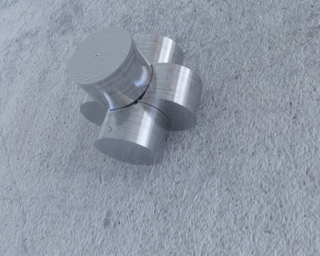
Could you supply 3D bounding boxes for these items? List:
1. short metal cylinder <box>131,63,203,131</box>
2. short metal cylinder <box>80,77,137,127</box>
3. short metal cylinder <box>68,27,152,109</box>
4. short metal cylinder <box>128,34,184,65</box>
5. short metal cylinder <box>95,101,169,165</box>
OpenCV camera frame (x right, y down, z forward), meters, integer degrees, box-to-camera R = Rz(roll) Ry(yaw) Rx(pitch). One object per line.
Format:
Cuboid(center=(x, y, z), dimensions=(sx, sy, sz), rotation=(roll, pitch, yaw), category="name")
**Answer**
Cuboid(center=(0.010, -0.036, 0.386), dimensions=(0.080, 0.080, 0.050), rotation=(0, 62, 28), category="short metal cylinder")
Cuboid(center=(-0.062, -0.036, 0.423), dimensions=(0.080, 0.080, 0.050), rotation=(-1, 62, 27), category="short metal cylinder")
Cuboid(center=(-0.056, -0.069, 0.356), dimensions=(0.080, 0.050, 0.080), rotation=(-13, 56, 20), category="short metal cylinder")
Cuboid(center=(-0.010, -0.082, 0.424), dimensions=(0.080, 0.080, 0.050), rotation=(-2, 61, 27), category="short metal cylinder")
Cuboid(center=(-0.034, 0.008, 0.381), dimensions=(0.080, 0.080, 0.050), rotation=(0, 62, 28), category="short metal cylinder")
